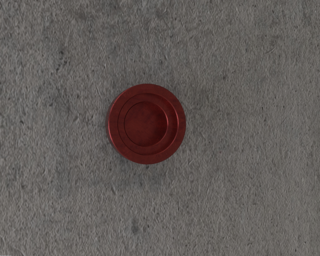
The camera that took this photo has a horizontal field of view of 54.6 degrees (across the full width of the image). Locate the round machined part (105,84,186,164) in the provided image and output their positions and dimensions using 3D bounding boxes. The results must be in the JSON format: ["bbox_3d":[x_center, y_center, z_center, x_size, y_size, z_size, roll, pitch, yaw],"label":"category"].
[{"bbox_3d":[-0.020,-0.005,0.392,0.099,0.042,0.097,0,90,-20],"label":"round machined part"}]
